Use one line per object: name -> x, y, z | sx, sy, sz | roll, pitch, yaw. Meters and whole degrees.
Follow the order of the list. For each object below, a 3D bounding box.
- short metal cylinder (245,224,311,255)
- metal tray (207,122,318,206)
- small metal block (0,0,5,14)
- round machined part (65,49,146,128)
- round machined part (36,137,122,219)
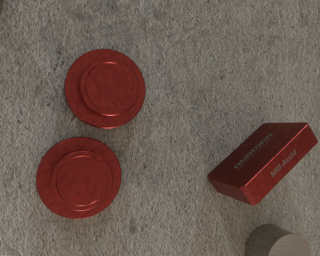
short metal cylinder -> 0.176, 0.191, 0.463 | 0.081, 0.050, 0.079 | 0, 90, -21
metal tray -> 0.138, 0.043, 0.427 | 0.131, 0.090, 0.030 | -39, 103, -16
small metal block -> -0.194, -0.148, 0.324 | 0.050, 0.050, 0.025 | 12, 86, -20
round machined part -> -0.064, -0.048, 0.377 | 0.099, 0.042, 0.097 | 0, 90, -21
round machined part -> -0.093, 0.059, 0.366 | 0.099, 0.042, 0.097 | 0, 90, -21
